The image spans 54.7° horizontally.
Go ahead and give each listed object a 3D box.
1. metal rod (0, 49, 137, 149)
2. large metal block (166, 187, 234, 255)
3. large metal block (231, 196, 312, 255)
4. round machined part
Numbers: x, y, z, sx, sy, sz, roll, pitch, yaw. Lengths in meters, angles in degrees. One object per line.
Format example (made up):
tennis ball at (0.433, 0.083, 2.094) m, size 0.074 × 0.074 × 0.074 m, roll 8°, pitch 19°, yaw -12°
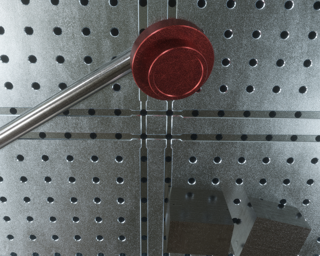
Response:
metal rod at (-0.120, -0.037, 0.398) m, size 0.300 × 0.025 × 0.025 m, roll -29°, pitch 108°, yaw 10°
large metal block at (0.051, 0.128, 0.432) m, size 0.081 × 0.080 × 0.050 m, roll 5°, pitch 110°, yaw -2°
large metal block at (0.160, 0.157, 0.459) m, size 0.080 × 0.050 × 0.079 m, roll 14°, pitch 110°, yaw -5°
round machined part at (0.017, -0.072, 0.360) m, size 0.099 × 0.042 × 0.097 m, roll -8°, pitch 131°, yaw -9°
